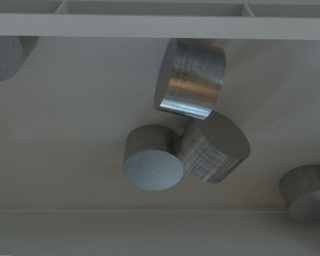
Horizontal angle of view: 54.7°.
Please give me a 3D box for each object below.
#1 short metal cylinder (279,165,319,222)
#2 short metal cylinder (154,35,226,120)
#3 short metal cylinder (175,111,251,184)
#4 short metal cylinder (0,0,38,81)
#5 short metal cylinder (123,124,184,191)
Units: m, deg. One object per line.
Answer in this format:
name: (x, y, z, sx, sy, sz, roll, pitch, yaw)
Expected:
short metal cylinder: (0.234, 0.102, 0.482, 0.081, 0.050, 0.079, 0, 130, 0)
short metal cylinder: (0.029, -0.052, 0.329, 0.050, 0.080, 0.079, 13, 129, -11)
short metal cylinder: (0.066, 0.023, 0.393, 0.080, 0.080, 0.050, 23, 126, -19)
short metal cylinder: (-0.171, -0.094, 0.311, 0.081, 0.050, 0.079, 0, 130, 0)
short metal cylinder: (-0.009, 0.041, 0.428, 0.081, 0.050, 0.079, 0, 130, 0)
